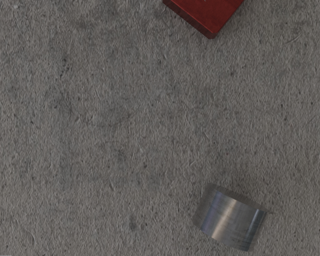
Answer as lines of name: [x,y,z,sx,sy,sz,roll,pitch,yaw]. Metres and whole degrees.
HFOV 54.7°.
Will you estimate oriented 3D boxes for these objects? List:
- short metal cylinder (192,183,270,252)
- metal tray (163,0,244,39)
short metal cylinder: [0.087,0.108,0.383,0.080,0.080,0.050,23,90,0]
metal tray: [0.076,-0.196,0.408,0.090,0.030,0.130,39,90,0]
